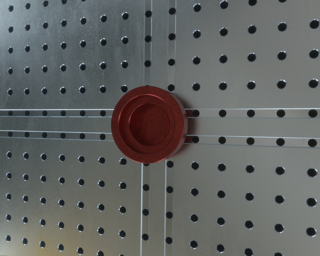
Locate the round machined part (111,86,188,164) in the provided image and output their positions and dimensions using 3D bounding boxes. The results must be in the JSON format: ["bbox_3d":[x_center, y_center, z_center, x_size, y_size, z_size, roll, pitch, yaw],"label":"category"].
[{"bbox_3d":[-0.011,-0.004,0.407,0.098,0.042,0.097,0,90,20],"label":"round machined part"}]
